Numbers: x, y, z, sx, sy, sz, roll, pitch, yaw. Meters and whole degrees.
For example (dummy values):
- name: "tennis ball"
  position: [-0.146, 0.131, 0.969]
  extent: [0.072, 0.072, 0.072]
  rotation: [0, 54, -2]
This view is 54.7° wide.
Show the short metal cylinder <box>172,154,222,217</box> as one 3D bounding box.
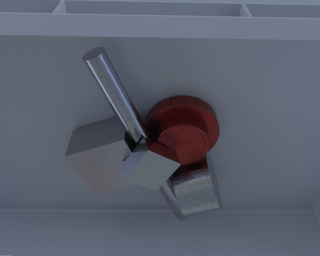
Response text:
- name: "short metal cylinder"
  position: [0.053, 0.082, 0.442]
  extent: [0.050, 0.080, 0.080]
  rotation: [-16, 129, 13]

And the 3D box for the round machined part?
- name: "round machined part"
  position: [0.028, 0.010, 0.404]
  extent: [0.099, 0.042, 0.097]
  rotation: [-1, 130, 0]

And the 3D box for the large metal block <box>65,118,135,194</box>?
- name: "large metal block"
  position: [-0.066, 0.037, 0.418]
  extent: [0.080, 0.050, 0.080]
  rotation: [-16, 129, 12]

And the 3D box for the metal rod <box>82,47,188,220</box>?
- name: "metal rod"
  position: [-0.015, 0.031, 0.405]
  extent: [0.025, 0.025, 0.299]
  rotation: [-16, 129, 13]

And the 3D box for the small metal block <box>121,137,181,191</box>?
- name: "small metal block"
  position: [-0.011, 0.045, 0.382]
  extent: [0.050, 0.025, 0.050]
  rotation: [26, 114, -30]
